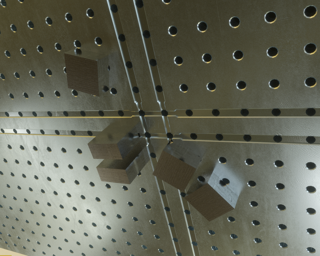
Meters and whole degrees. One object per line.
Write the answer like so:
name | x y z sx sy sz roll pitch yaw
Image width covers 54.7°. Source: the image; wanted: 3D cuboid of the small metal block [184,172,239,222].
small metal block | 0.071 0.097 0.433 0.050 0.025 0.050 44 129 -3

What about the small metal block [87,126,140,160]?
small metal block | -0.065 0.020 0.440 0.050 0.050 0.025 -2 118 29

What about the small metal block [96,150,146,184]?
small metal block | -0.056 0.056 0.457 0.050 0.050 0.025 1 119 27

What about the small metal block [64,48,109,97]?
small metal block | -0.097 -0.075 0.414 0.050 0.025 0.050 16 125 18

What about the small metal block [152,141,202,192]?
small metal block | 0.023 0.054 0.431 0.050 0.025 0.050 29 128 9
